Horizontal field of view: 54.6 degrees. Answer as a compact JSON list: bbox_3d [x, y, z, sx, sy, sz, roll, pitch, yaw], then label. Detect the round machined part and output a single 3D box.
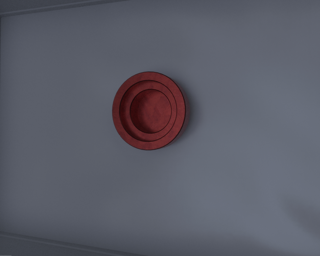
[{"bbox_3d":[-0.009,-0.021,0.402,0.098,0.042,0.097,0,90,20],"label":"round machined part"}]
